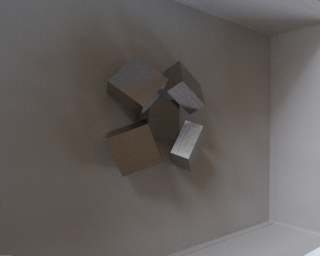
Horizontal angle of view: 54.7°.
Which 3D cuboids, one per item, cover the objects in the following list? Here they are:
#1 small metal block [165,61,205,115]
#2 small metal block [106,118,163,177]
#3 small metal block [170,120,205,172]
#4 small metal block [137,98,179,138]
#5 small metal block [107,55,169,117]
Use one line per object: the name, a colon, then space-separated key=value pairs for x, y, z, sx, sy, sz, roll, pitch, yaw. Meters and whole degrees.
small metal block: x=0.033 y=-0.054 z=0.416 sx=0.050 sy=0.025 sz=0.050 roll=42 pitch=27 yaw=-32
small metal block: x=-0.029 y=0.023 z=0.364 sx=0.050 sy=0.025 sz=0.050 roll=-20 pitch=107 yaw=0
small metal block: x=0.039 y=0.026 z=0.422 sx=0.050 sy=0.025 sz=0.050 roll=-63 pitch=159 yaw=-21
small metal block: x=-0.002 y=-0.012 z=0.401 sx=0.050 sy=0.025 sz=0.050 roll=2 pitch=89 yaw=-40
small metal block: x=-0.026 y=-0.049 z=0.365 sx=0.050 sy=0.025 sz=0.050 roll=37 pitch=62 yaw=7
